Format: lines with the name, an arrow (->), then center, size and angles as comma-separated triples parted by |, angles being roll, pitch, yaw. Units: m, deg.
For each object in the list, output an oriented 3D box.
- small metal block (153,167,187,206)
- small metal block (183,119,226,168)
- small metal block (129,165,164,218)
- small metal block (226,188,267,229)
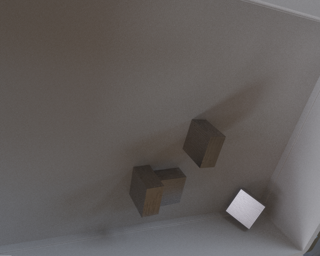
small metal block -> 0.007, 0.090, 0.468 | 0.050, 0.025, 0.050 | -3, 120, -27
small metal block -> 0.061, 0.021, 0.439 | 0.025, 0.050, 0.050 | 1, 118, -29
small metal block -> -0.020, 0.088, 0.436 | 0.025, 0.050, 0.050 | -4, 120, -26
small metal block -> 0.158, 0.146, 0.564 | 0.050, 0.050, 0.025 | -59, 154, 11
